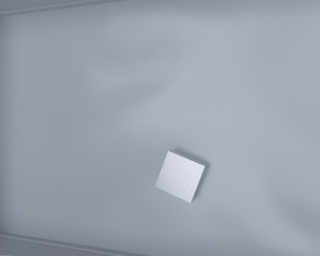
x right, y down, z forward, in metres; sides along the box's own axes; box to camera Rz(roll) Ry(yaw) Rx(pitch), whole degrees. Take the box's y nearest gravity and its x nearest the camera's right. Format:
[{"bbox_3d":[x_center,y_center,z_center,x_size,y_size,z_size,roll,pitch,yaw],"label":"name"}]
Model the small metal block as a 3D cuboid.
[{"bbox_3d":[0.028,0.061,0.400,0.050,0.025,0.050,22,97,18],"label":"small metal block"}]
